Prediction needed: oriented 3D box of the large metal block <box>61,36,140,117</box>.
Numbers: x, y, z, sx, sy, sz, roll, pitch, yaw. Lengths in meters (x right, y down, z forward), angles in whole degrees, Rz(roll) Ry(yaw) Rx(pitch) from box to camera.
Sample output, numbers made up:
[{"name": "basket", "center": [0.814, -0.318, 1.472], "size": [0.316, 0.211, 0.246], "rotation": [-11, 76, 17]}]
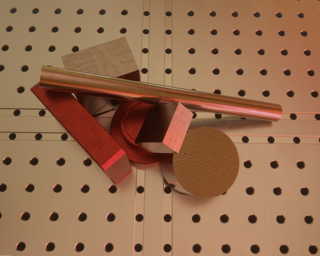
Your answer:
[{"name": "large metal block", "center": [-0.071, -0.063, 0.403], "size": [0.080, 0.080, 0.050], "rotation": [-20, 72, -7]}]

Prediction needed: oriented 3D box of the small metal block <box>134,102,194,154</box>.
[{"name": "small metal block", "center": [0.004, 0.001, 0.352], "size": [0.025, 0.050, 0.050], "rotation": [37, 66, -32]}]

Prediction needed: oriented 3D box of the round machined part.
[{"name": "round machined part", "center": [-0.016, 0.000, 0.405], "size": [0.099, 0.042, 0.098], "rotation": [0, 70, -1]}]

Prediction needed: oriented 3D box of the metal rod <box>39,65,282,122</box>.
[{"name": "metal rod", "center": [0.017, -0.037, 0.375], "size": [0.302, 0.025, 0.025], "rotation": [7, 69, -19]}]

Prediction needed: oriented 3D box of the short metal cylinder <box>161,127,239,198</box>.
[{"name": "short metal cylinder", "center": [0.046, 0.041, 0.371], "size": [0.081, 0.050, 0.080], "rotation": [2, 83, -15]}]

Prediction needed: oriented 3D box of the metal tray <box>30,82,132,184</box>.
[{"name": "metal tray", "center": [-0.091, 0.004, 0.374], "size": [0.030, 0.090, 0.130], "rotation": [-42, 76, -14]}]
